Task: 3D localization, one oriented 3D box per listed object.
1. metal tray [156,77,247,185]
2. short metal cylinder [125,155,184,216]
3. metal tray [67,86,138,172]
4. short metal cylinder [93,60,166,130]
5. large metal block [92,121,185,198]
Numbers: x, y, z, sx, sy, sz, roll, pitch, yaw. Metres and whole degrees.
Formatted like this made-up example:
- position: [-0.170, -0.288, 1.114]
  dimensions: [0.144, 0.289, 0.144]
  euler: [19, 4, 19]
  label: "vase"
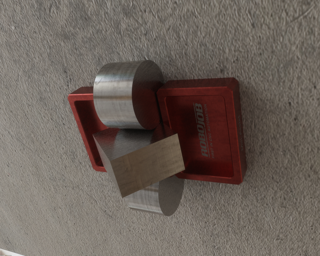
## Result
- position: [0.054, 0.005, 0.381]
  dimensions: [0.090, 0.030, 0.129]
  euler: [1, 119, 27]
  label: "metal tray"
- position: [-0.006, 0.076, 0.423]
  dimensions: [0.050, 0.080, 0.080]
  euler: [2, 119, 27]
  label: "short metal cylinder"
- position: [-0.070, 0.005, 0.446]
  dimensions: [0.090, 0.030, 0.129]
  euler: [1, 119, 27]
  label: "metal tray"
- position: [-0.033, -0.038, 0.366]
  dimensions: [0.050, 0.080, 0.080]
  euler: [2, 119, 27]
  label: "short metal cylinder"
- position: [-0.028, 0.029, 0.378]
  dimensions: [0.080, 0.081, 0.050]
  euler: [39, 146, 58]
  label: "large metal block"
